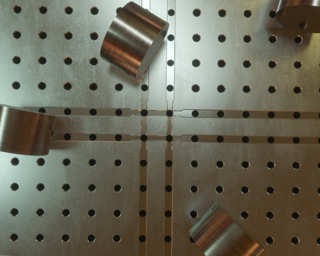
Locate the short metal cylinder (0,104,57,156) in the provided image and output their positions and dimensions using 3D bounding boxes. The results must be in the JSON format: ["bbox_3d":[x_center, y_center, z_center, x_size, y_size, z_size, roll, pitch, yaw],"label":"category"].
[{"bbox_3d":[-0.175,0.001,0.384,0.080,0.080,0.050,12,90,0],"label":"short metal cylinder"}]

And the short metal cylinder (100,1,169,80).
[{"bbox_3d":[-0.031,-0.107,0.385,0.050,0.080,0.080,31,90,0],"label":"short metal cylinder"}]

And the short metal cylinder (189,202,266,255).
[{"bbox_3d":[0.083,0.139,0.387,0.080,0.080,0.050,43,90,0],"label":"short metal cylinder"}]

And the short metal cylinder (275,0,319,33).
[{"bbox_3d":[0.193,-0.159,0.387,0.080,0.080,0.050,16,90,0],"label":"short metal cylinder"}]
